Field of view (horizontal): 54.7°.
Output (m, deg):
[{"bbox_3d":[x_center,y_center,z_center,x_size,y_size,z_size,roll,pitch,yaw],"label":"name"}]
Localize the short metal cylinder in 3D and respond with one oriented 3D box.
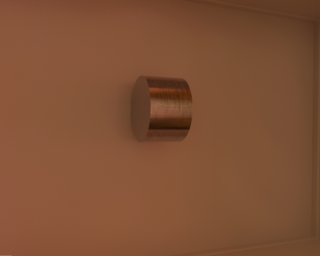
[{"bbox_3d":[0.000,-0.023,0.380,0.050,0.080,0.079,0,90,-20],"label":"short metal cylinder"}]
